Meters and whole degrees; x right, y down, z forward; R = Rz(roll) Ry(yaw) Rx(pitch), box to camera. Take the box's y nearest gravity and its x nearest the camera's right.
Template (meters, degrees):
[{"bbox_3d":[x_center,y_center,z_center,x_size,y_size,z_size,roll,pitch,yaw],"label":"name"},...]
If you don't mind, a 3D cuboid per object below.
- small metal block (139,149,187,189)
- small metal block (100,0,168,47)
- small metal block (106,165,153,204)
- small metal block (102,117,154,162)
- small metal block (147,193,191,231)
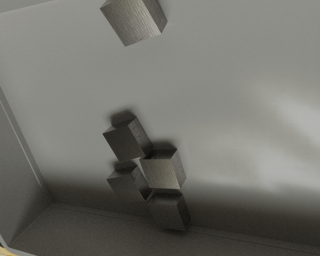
[{"bbox_3d":[0.005,0.059,0.443,0.050,0.025,0.050,-4,117,30],"label":"small metal block"},{"bbox_3d":[-0.028,-0.123,0.338,0.050,0.025,0.050,-10,132,32],"label":"small metal block"},{"bbox_3d":[-0.048,0.090,0.490,0.050,0.025,0.050,-16,110,34],"label":"small metal block"},{"bbox_3d":[-0.046,0.017,0.444,0.050,0.025,0.050,-17,110,34],"label":"small metal block"},{"bbox_3d":[0.015,0.129,0.481,0.050,0.025,0.050,-4,116,30],"label":"small metal block"}]
